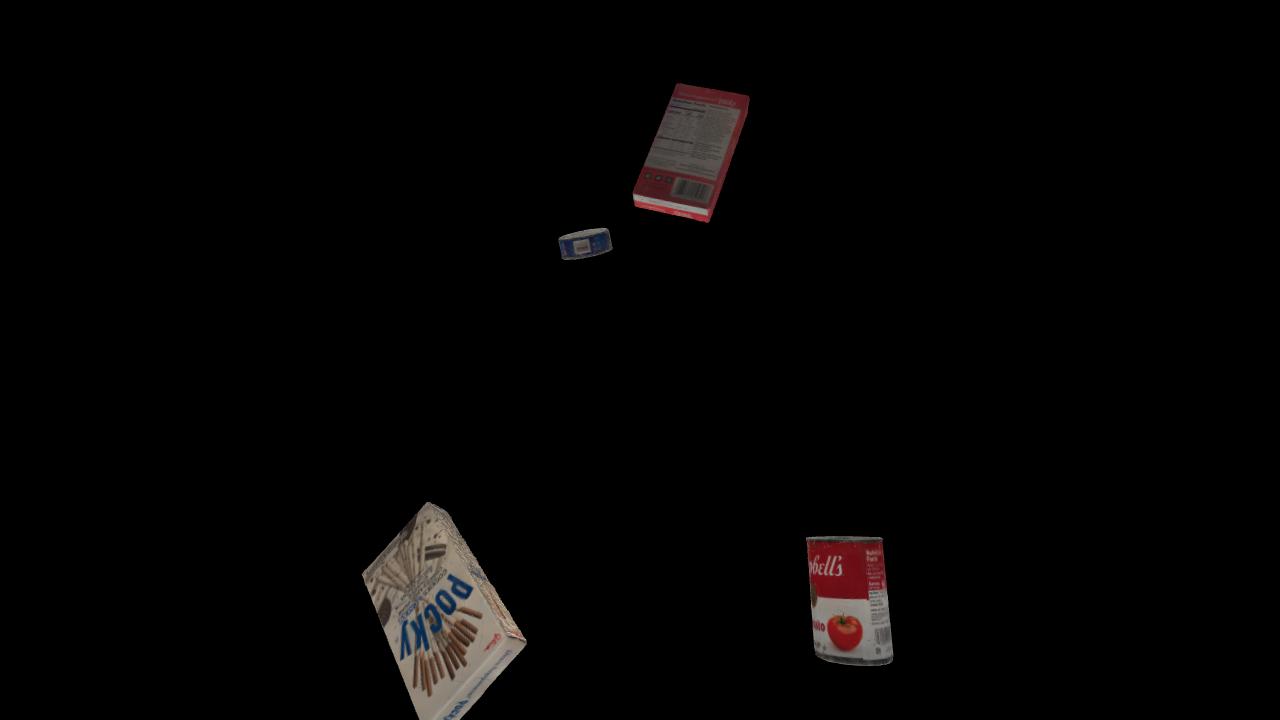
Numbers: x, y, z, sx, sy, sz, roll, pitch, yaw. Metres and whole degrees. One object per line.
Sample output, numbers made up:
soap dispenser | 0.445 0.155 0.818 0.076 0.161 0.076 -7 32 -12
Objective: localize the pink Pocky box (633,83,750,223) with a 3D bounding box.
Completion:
pink Pocky box | 0.056 -0.223 0.654 0.084 0.155 0.029 15 -20 12

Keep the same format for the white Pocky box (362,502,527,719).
white Pocky box | -0.155 0.188 0.469 0.154 0.084 0.028 37 -7 43

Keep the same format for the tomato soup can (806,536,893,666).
tomato soup can | 0.186 0.210 0.547 0.068 0.101 0.068 -1 -14 0

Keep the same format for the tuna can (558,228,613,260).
tuna can | -0.087 -0.186 0.980 0.084 0.034 0.084 -10 19 3
